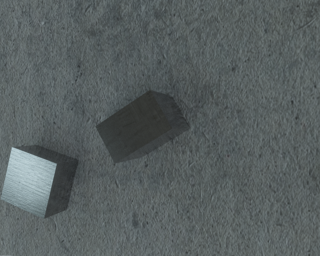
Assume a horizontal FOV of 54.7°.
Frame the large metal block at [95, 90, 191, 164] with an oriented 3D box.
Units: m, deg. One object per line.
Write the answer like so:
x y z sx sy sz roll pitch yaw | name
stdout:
-0.018 -0.001 0.386 0.080 0.080 0.050 -32 80 17 | large metal block

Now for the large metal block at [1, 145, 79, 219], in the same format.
-0.177 0.076 0.458 0.080 0.050 0.080 16 95 19 | large metal block
